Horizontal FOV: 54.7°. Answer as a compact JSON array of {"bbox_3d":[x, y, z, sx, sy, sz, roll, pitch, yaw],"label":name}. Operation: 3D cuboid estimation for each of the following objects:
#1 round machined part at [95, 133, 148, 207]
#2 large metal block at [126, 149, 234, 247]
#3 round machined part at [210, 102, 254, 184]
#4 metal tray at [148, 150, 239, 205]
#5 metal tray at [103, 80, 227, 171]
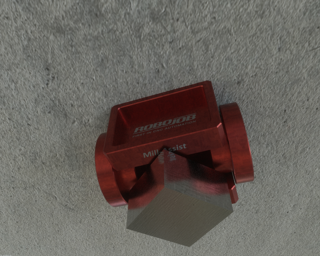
[{"bbox_3d":[-0.045,0.050,0.402,0.042,0.098,0.098,-12,129,10],"label":"round machined part"},{"bbox_3d":[0.019,0.079,0.339,0.080,0.050,0.080,23,126,-19],"label":"large metal block"},{"bbox_3d":[0.082,0.020,0.379,0.042,0.098,0.098,-12,129,10],"label":"round machined part"},{"bbox_3d":[0.032,0.069,0.423,0.130,0.090,0.030,-13,129,10],"label":"metal tray"},{"bbox_3d":[0.004,-0.005,0.363,0.130,0.090,0.030,-14,129,11],"label":"metal tray"}]
